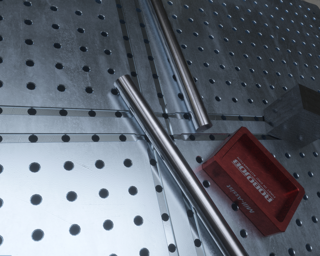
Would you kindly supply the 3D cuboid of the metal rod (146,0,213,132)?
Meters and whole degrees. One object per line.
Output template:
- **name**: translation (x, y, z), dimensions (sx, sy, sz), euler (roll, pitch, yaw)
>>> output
- **metal rod**: translation (0.020, -0.131, 0.498), dimensions (0.025, 0.025, 0.299), euler (-5, 64, -30)

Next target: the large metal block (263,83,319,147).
- **large metal block**: translation (0.231, -0.018, 0.508), dimensions (0.081, 0.080, 0.050), euler (19, 55, -18)

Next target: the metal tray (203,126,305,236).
- **metal tray**: translation (0.133, 0.071, 0.432), dimensions (0.130, 0.030, 0.091), euler (48, 51, 5)

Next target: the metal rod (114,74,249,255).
- **metal rod**: translation (0.029, 0.058, 0.388), dimensions (0.025, 0.025, 0.299), euler (-24, 75, -37)
